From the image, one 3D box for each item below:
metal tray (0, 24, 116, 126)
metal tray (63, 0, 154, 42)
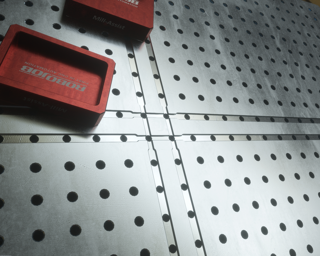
[{"bbox_3d":[-0.126,-0.063,0.375,0.131,0.030,0.090,17,55,-18],"label":"metal tray"},{"bbox_3d":[-0.075,-0.195,0.483,0.131,0.030,0.090,14,56,-21],"label":"metal tray"}]
